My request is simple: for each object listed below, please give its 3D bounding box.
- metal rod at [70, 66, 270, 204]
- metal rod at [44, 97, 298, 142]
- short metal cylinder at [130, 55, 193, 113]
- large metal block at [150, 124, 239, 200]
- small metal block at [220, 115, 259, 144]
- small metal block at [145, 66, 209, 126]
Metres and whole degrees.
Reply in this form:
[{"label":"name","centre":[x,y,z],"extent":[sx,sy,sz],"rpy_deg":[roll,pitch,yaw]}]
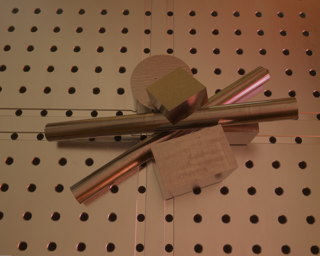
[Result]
[{"label":"metal rod","centre":[0.021,0.003,0.408],"extent":[0.301,0.025,0.025],"rpy_deg":[-33,73,-11]},{"label":"metal rod","centre":[0.003,-0.008,0.373],"extent":[0.301,0.025,0.025],"rpy_deg":[-5,70,12]},{"label":"short metal cylinder","centre":[0.003,-0.050,0.413],"extent":[0.081,0.050,0.080],"rpy_deg":[0,69,0]},{"label":"large metal block","centre":[0.036,0.043,0.362],"extent":[0.081,0.080,0.050],"rpy_deg":[-17,71,-6]},{"label":"small metal block","centre":[0.093,0.002,0.395],"extent":[0.050,0.050,0.025],"rpy_deg":[0,70,1]},{"label":"small metal block","centre":[0.020,-0.038,0.360],"extent":[0.050,0.025,0.050],"rpy_deg":[-34,51,-11]}]
